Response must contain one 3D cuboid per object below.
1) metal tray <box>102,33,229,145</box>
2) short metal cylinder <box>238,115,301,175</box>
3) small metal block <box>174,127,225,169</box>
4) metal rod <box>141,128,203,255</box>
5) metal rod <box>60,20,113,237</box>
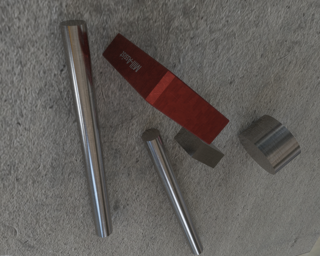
[{"bbox_3d":[0.002,-0.043,0.314,0.090,0.130,0.030,33,100,-39],"label":"metal tray"},{"bbox_3d":[0.169,0.026,0.482,0.050,0.080,0.080,-39,130,-2],"label":"short metal cylinder"},{"bbox_3d":[0.055,0.026,0.439,0.050,0.050,0.025,29,102,-38],"label":"small metal block"},{"bbox_3d":[0.029,0.119,0.498,0.025,0.025,0.299,-29,129,-11],"label":"metal rod"},{"bbox_3d":[-0.083,0.025,0.377,0.025,0.025,0.298,-14,125,-21],"label":"metal rod"}]
